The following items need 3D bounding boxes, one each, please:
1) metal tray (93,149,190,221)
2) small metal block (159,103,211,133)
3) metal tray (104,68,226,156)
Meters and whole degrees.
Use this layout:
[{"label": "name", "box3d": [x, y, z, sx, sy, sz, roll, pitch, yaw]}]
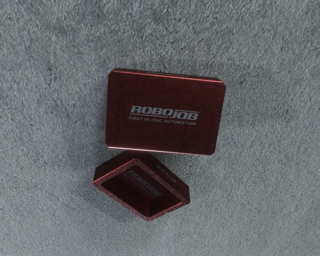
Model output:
[{"label": "metal tray", "box3d": [-0.026, 0.090, 0.479, 0.090, 0.030, 0.130, -31, 124, 23]}, {"label": "small metal block", "box3d": [0.029, -0.006, 0.402, 0.050, 0.025, 0.050, -32, 124, 24]}, {"label": "metal tray", "box3d": [0.004, -0.019, 0.366, 0.131, 0.030, 0.089, 5, 107, -4]}]
